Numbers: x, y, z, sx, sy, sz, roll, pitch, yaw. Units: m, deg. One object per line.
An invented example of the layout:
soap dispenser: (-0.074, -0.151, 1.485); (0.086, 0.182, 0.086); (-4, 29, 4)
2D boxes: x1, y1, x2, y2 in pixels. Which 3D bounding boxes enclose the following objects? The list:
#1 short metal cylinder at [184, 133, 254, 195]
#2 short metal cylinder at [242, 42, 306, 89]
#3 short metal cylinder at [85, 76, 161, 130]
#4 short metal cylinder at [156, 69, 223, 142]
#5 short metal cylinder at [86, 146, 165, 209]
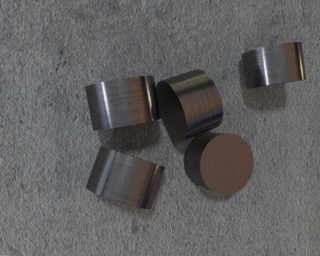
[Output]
short metal cylinder: (0.080, 0.047, 0.425); (0.081, 0.050, 0.080); (0, 90, -20)
short metal cylinder: (0.160, -0.086, 0.438); (0.081, 0.080, 0.050); (-10, 94, -20)
short metal cylinder: (-0.043, -0.029, 0.364); (0.081, 0.080, 0.050); (-11, 94, -20)
short metal cylinder: (0.035, -0.029, 0.392); (0.050, 0.080, 0.080); (-21, 97, -19)
short metal cylinder: (-0.040, 0.057, 0.365); (0.080, 0.080, 0.050); (21, 83, -19)
